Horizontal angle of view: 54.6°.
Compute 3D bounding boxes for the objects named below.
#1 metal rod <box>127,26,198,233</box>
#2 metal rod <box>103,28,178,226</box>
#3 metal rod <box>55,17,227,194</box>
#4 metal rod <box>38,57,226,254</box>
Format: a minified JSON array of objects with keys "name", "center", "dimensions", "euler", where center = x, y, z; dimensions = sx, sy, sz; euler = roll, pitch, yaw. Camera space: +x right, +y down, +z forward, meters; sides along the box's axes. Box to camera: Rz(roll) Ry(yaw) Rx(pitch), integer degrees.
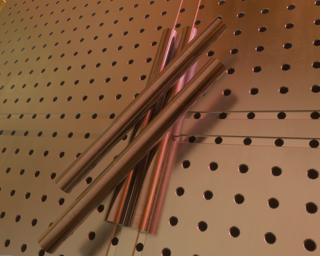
[{"name":"metal rod","center":[0.010,-0.016,0.414],"dimensions":[0.025,0.025,0.300],"euler":[1,62,29]},{"name":"metal rod","center":[-0.020,-0.018,0.431],"dimensions":[0.025,0.025,0.300],"euler":[1,62,29]},{"name":"metal rod","center":[-0.022,-0.033,0.410],"dimensions":[0.300,0.025,0.025],"euler":[-46,51,-5]},{"name":"metal rod","center":[-0.030,0.029,0.375],"dimensions":[0.300,0.025,0.025],"euler":[-46,51,-5]}]
